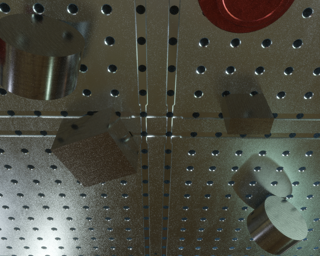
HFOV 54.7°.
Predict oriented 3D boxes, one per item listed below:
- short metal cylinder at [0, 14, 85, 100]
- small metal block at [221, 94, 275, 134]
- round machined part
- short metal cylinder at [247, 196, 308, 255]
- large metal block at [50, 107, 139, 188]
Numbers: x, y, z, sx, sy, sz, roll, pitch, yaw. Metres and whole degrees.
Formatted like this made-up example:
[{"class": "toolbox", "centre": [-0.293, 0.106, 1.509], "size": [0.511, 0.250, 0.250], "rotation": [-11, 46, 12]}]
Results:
[{"class": "short metal cylinder", "centre": [-0.121, -0.073, 0.312], "size": [0.081, 0.080, 0.050], "rotation": [15, 129, -12]}, {"class": "small metal block", "centre": [0.106, -0.018, 0.381], "size": [0.050, 0.050, 0.025], "rotation": [0, 130, 0]}, {"class": "round machined part", "centre": [0.083, -0.134, 0.287], "size": [0.099, 0.042, 0.097], "rotation": [0, 130, 0]}, {"class": "short metal cylinder", "centre": [0.193, 0.160, 0.514], "size": [0.080, 0.080, 0.050], "rotation": [19, 128, -15]}, {"class": "large metal block", "centre": [-0.083, 0.028, 0.418], "size": [0.080, 0.050, 0.080], "rotation": [-18, 128, 14]}]
